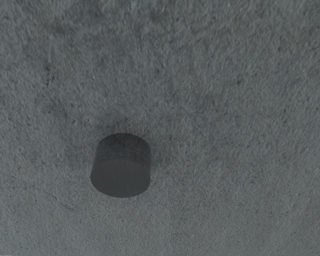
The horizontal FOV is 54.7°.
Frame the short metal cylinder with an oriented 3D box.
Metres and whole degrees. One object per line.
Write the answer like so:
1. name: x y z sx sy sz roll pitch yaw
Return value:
1. short metal cylinder: -0.053 0.054 0.436 0.081 0.050 0.079 0 130 0
